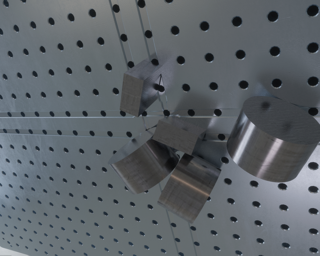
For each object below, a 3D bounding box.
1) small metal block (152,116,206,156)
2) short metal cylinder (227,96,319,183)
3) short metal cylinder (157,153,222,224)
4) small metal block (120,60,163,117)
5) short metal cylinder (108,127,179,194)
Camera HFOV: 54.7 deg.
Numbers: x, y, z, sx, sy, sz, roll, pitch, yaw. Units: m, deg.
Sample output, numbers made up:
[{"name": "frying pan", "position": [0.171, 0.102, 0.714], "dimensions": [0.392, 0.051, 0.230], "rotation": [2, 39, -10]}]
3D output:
[{"name": "small metal block", "position": [0.025, 0.008, 0.383], "dimensions": [0.050, 0.050, 0.025], "rotation": [22, 104, 14]}, {"name": "short metal cylinder", "position": [0.116, 0.010, 0.320], "dimensions": [0.080, 0.080, 0.050], "rotation": [24, 127, 13]}, {"name": "short metal cylinder", "position": [0.038, 0.076, 0.403], "dimensions": [0.050, 0.080, 0.079], "rotation": [29, 128, 10]}, {"name": "small metal block", "position": [-0.023, -0.049, 0.377], "dimensions": [0.025, 0.050, 0.050], "rotation": [23, 127, 14]}, {"name": "short metal cylinder", "position": [-0.022, 0.042, 0.413], "dimensions": [0.080, 0.080, 0.050], "rotation": [-27, 103, 37]}]
